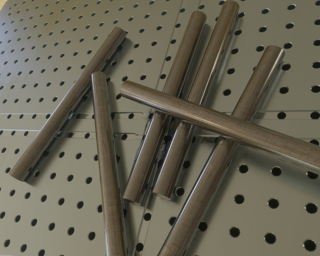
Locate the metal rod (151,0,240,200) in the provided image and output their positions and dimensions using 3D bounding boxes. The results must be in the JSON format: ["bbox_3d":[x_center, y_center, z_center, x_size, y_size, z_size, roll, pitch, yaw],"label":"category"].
[{"bbox_3d":[0.054,-0.051,0.411,0.025,0.025,0.300,9,66,32],"label":"metal rod"}]

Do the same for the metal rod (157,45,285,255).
[{"bbox_3d":[0.072,0.029,0.353,0.025,0.025,0.300,20,72,35],"label":"metal rod"}]

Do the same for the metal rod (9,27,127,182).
[{"bbox_3d":[-0.146,-0.047,0.515,0.025,0.025,0.300,21,73,36],"label":"metal rod"}]

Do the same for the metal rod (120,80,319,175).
[{"bbox_3d":[0.065,-0.006,0.344,0.300,0.025,0.025,24,75,36],"label":"metal rod"}]

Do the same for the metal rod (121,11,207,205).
[{"bbox_3d":[0.013,-0.042,0.428,0.025,0.025,0.300,6,65,31],"label":"metal rod"}]

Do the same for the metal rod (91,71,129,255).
[{"bbox_3d":[-0.074,0.033,0.427,0.025,0.025,0.300,-24,53,14],"label":"metal rod"}]
